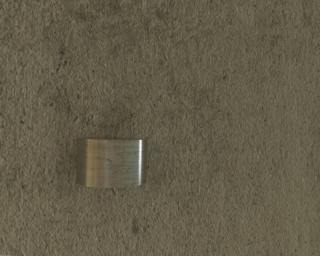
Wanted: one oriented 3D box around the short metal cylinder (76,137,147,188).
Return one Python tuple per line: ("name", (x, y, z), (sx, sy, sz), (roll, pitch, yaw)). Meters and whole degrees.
("short metal cylinder", (-0.055, 0.037, 0.359), (0.081, 0.080, 0.050), (1, 90, -20))
